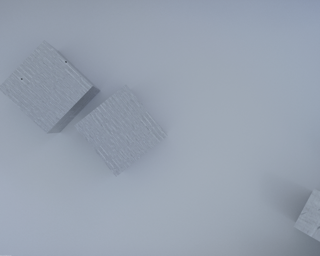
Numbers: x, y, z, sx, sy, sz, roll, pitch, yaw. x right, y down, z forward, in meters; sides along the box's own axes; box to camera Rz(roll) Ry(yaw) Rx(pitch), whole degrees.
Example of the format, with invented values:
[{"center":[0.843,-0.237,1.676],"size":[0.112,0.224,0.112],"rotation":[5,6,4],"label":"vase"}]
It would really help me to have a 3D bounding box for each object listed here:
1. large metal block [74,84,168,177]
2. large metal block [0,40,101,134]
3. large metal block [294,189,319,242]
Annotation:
[{"center":[-0.047,0.003,0.398],"size":[0.080,0.050,0.080],"rotation":[-39,91,0],"label":"large metal block"},{"center":[-0.138,-0.050,0.397],"size":[0.080,0.050,0.080],"rotation":[44,90,-1],"label":"large metal block"},{"center":[0.214,0.117,0.373],"size":[0.080,0.080,0.050],"rotation":[28,90,28],"label":"large metal block"}]
